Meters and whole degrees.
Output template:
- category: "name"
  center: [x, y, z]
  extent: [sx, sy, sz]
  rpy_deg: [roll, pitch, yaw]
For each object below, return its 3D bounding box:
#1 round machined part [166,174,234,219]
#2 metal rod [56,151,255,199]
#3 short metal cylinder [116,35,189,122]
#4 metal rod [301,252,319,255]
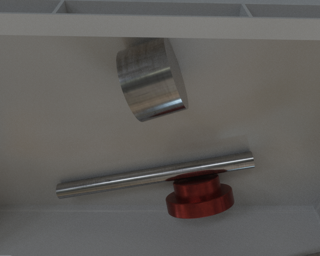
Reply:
- category: "round machined part"
  center: [0.056, 0.095, 0.456]
  extent: [0.098, 0.098, 0.042]
  rpy_deg: [-11, 92, 8]
- category: "metal rod"
  center: [-0.012, 0.073, 0.471]
  extent: [0.301, 0.025, 0.025]
  rpy_deg: [-11, 130, 8]
- category: "short metal cylinder"
  center: [-0.006, -0.051, 0.329]
  extent: [0.050, 0.080, 0.080]
  rpy_deg: [-16, 129, 13]
- category: "metal rod"
  center: [0.086, 0.226, 0.448]
  extent: [0.300, 0.025, 0.025]
  rpy_deg: [-21, 127, 17]
